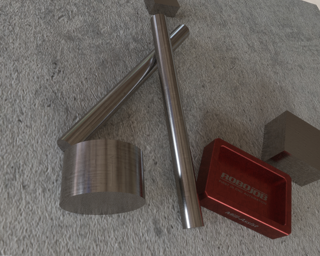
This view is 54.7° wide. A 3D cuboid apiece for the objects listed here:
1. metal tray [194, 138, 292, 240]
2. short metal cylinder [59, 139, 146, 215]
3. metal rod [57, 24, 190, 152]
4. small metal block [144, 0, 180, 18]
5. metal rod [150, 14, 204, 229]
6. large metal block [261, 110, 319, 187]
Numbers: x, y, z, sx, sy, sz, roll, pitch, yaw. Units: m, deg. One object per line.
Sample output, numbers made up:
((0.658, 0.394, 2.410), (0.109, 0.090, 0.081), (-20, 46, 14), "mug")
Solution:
((0.114, 0.081, 0.415), (0.131, 0.030, 0.090), (27, 52, -12), "metal tray")
((-0.056, 0.052, 0.308), (0.081, 0.080, 0.050), (9, 58, -24), "short metal cylinder")
((-0.031, -0.071, 0.431), (0.025, 0.025, 0.301), (39, 51, -2), "metal rod")
((0.001, -0.224, 0.543), (0.050, 0.025, 0.050), (-4, 64, -30), "small metal block")
((0.018, -0.023, 0.409), (0.025, 0.025, 0.299), (3, 67, -27), "metal rod")
((0.210, 0.032, 0.484), (0.080, 0.050, 0.080), (29, 52, -10), "large metal block")
